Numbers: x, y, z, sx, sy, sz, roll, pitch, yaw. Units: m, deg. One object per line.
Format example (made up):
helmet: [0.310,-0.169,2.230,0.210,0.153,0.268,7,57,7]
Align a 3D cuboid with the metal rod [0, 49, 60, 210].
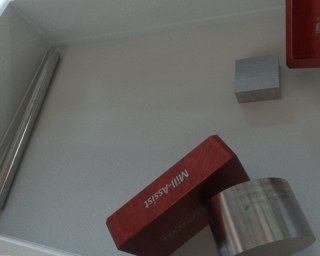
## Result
metal rod: [-0.227,-0.012,0.528,0.025,0.025,0.299,-5,59,25]

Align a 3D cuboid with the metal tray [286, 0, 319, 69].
metal tray: [0.180,-0.106,0.301,0.030,0.089,0.130,-8,11,-18]

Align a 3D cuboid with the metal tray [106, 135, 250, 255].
metal tray: [0.024,0.074,0.304,0.130,0.090,0.030,-39,51,1]

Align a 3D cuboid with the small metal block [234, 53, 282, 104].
small metal block: [0.120,-0.060,0.379,0.050,0.025,0.050,-5,60,25]

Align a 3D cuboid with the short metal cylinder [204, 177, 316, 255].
short metal cylinder: [0.085,0.085,0.273,0.080,0.080,0.050,-24,53,13]
